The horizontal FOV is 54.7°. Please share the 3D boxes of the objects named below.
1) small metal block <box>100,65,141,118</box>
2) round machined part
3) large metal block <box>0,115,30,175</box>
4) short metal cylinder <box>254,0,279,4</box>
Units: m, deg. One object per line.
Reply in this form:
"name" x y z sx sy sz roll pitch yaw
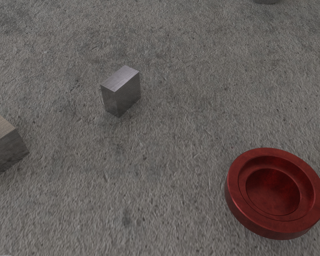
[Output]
"small metal block" -0.053 -0.051 0.429 0.025 0.050 0.050 29 56 22
"round machined part" 0.119 0.072 0.332 0.099 0.042 0.098 0 50 0
"large metal block" -0.221 0.020 0.369 0.080 0.050 0.080 33 57 24
"short metal cylinder" 0.217 -0.298 0.620 0.080 0.080 0.050 7 51 6
